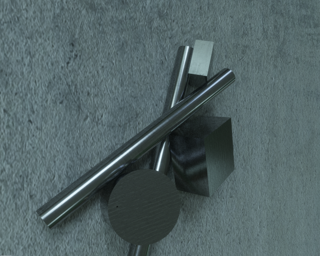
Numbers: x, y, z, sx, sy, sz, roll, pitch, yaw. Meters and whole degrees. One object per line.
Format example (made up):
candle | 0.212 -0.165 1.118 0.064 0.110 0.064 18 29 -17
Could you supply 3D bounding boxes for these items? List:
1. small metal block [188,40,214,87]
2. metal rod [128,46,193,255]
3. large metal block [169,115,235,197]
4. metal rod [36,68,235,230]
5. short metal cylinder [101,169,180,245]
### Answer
small metal block | 0.059 -0.089 0.439 0.050 0.025 0.050 56 46 -74
metal rod | 0.003 0.033 0.408 0.025 0.025 0.299 22 76 -38
large metal block | 0.060 0.034 0.420 0.081 0.050 0.079 -31 119 -49
metal rod | -0.010 0.009 0.375 0.302 0.025 0.025 -38 114 -26
short metal cylinder | -0.024 0.086 0.354 0.081 0.050 0.080 2 83 -19
